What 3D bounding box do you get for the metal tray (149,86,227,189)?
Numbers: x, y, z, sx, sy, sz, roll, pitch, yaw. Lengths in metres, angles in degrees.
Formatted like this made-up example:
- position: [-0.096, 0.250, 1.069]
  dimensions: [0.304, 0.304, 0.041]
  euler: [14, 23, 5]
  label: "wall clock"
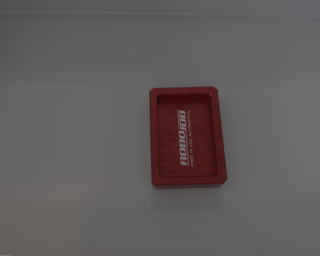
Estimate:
- position: [0.033, 0.011, 0.402]
  dimensions: [0.091, 0.030, 0.130]
  euler: [-2, 70, -1]
  label: "metal tray"
